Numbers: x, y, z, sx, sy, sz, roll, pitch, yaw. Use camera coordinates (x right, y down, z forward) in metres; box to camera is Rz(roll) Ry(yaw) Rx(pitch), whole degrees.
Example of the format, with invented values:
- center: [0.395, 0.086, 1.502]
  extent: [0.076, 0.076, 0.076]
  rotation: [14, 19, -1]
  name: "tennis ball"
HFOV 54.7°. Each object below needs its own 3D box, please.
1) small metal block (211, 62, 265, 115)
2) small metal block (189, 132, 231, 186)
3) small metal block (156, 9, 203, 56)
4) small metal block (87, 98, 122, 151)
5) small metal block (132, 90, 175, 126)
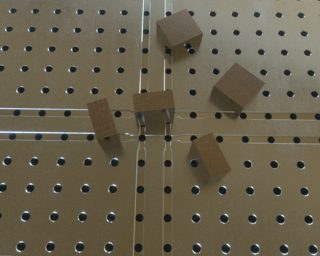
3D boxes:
- center: [0.108, -0.055, 0.433]
  extent: [0.050, 0.025, 0.050]
  rotation: [40, 74, 13]
  name: "small metal block"
- center: [0.061, 0.040, 0.385]
  extent: [0.025, 0.050, 0.050]
  rotation: [-22, 72, -8]
  name: "small metal block"
- center: [0.029, -0.143, 0.465]
  extent: [0.050, 0.025, 0.050]
  rotation: [-26, 72, -10]
  name: "small metal block"
- center: [-0.071, -0.003, 0.399]
  extent: [0.025, 0.050, 0.050]
  rotation: [-18, 71, -7]
  name: "small metal block"
- center: [-0.008, -0.025, 0.408]
  extent: [0.050, 0.050, 0.025]
  rotation: [-7, 71, -3]
  name: "small metal block"
